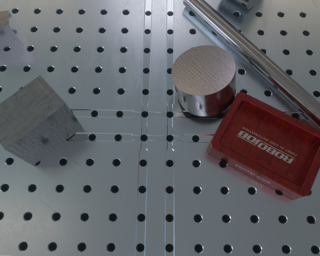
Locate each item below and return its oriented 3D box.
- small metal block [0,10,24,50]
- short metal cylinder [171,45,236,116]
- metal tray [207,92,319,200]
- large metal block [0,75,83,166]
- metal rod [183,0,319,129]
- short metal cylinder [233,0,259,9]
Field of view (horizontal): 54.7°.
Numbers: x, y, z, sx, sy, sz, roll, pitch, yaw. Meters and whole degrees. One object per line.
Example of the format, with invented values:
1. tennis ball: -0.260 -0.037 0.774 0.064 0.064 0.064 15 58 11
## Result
1. small metal block: -0.233 -0.139 0.448 0.050 0.050 0.025 -10 71 -4
2. short metal cylinder: 0.059 -0.062 0.411 0.080 0.050 0.080 -6 60 11
3. metal tray: 0.139 0.021 0.402 0.130 0.030 0.090 29 72 10
4. large metal block: -0.153 -0.006 0.383 0.080 0.080 0.050 -41 75 -13
5. metal rod: 0.143 -0.097 0.448 0.025 0.025 0.300 -39 75 -13
6. short metal cylinder: 0.136 -0.229 0.467 0.050 0.080 0.080 38 74 12
